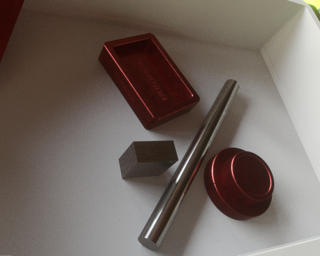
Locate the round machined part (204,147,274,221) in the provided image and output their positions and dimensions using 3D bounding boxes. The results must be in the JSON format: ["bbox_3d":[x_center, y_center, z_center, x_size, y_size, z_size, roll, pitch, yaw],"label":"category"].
[{"bbox_3d":[0.112,0.070,0.415,0.099,0.042,0.098,14,56,-21],"label":"round machined part"}]

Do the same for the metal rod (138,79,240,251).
[{"bbox_3d":[0.054,0.026,0.420,0.025,0.025,0.301,37,51,-4],"label":"metal rod"}]

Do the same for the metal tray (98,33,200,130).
[{"bbox_3d":[-0.015,-0.070,0.438,0.091,0.030,0.130,-26,76,-37],"label":"metal tray"}]

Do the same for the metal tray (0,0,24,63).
[{"bbox_3d":[-0.196,-0.136,0.319,0.090,0.030,0.129,22,84,-44],"label":"metal tray"}]

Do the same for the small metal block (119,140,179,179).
[{"bbox_3d":[-0.014,0.037,0.361,0.050,0.050,0.025,0,62,-29],"label":"small metal block"}]
